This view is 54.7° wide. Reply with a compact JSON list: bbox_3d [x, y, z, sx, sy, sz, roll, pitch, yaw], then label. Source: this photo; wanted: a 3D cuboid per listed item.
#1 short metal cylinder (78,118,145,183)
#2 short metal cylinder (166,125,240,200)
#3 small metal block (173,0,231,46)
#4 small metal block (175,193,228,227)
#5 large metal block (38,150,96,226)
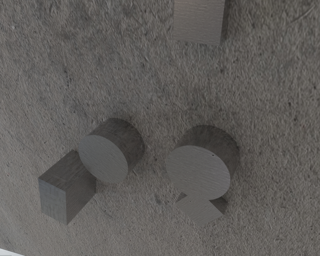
[{"bbox_3d":[-0.069,0.032,0.447,0.080,0.050,0.079,13,124,21],"label":"short metal cylinder"},{"bbox_3d":[0.054,0.043,0.389,0.080,0.050,0.079,13,124,21],"label":"short metal cylinder"},{"bbox_3d":[0.042,-0.114,0.314,0.050,0.025,0.050,14,124,20],"label":"small metal block"},{"bbox_3d":[0.059,0.107,0.442,0.050,0.025,0.050,45,129,-4],"label":"small metal block"},{"bbox_3d":[-0.149,0.096,0.509,0.050,0.080,0.079,22,127,15],"label":"large metal block"}]
